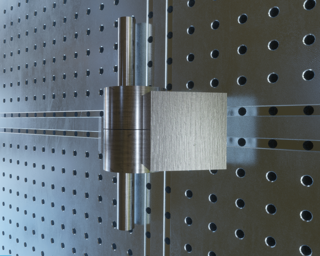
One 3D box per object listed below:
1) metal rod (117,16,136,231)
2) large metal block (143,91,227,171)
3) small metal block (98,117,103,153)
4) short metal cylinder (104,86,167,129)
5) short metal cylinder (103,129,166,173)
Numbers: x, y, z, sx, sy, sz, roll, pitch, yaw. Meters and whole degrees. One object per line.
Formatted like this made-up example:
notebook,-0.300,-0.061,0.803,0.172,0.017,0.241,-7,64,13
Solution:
metal rod,-0.048,-0.006,0.443,0.025,0.025,0.298,1,90,40
large metal block,0.025,0.003,0.338,0.050,0.081,0.079,-175,85,-78
small metal block,-0.075,0.010,0.452,0.050,0.025,0.050,180,91,-75
short metal cylinder,-0.031,-0.024,0.393,0.080,0.081,0.050,1,91,40
short metal cylinder,-0.031,0.027,0.394,0.080,0.081,0.050,1,91,40
